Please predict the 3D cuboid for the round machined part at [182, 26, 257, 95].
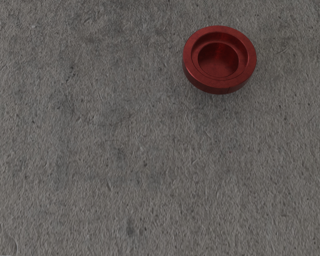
[{"bbox_3d":[0.080,-0.090,0.432,0.099,0.042,0.098,0,70,0],"label":"round machined part"}]
